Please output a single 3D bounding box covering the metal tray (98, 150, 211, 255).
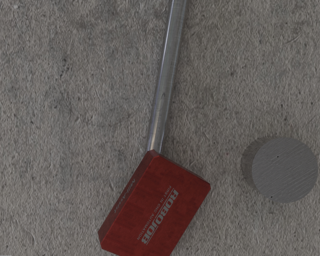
[{"bbox_3d":[-0.007,0.104,0.393,0.090,0.030,0.130,31,90,-20],"label":"metal tray"}]

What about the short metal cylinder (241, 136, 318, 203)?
[{"bbox_3d":[0.151,0.051,0.399,0.081,0.050,0.080,0,90,0],"label":"short metal cylinder"}]

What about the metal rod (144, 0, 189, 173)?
[{"bbox_3d":[0.012,-0.086,0.410,0.025,0.025,0.298,10,90,0],"label":"metal rod"}]
